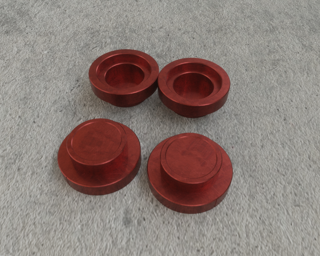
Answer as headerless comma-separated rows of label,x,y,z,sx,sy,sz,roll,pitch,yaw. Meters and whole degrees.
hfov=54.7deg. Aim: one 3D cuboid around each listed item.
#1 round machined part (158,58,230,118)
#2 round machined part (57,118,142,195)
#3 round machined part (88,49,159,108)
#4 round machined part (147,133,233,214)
round machined part,0.046,-0.052,0.436,0.099,0.042,0.098,0,50,0
round machined part,-0.072,0.027,0.369,0.099,0.042,0.098,0,50,0
round machined part,-0.050,-0.068,0.449,0.099,0.042,0.098,0,50,0
round machined part,0.034,0.044,0.355,0.099,0.042,0.098,0,50,0
